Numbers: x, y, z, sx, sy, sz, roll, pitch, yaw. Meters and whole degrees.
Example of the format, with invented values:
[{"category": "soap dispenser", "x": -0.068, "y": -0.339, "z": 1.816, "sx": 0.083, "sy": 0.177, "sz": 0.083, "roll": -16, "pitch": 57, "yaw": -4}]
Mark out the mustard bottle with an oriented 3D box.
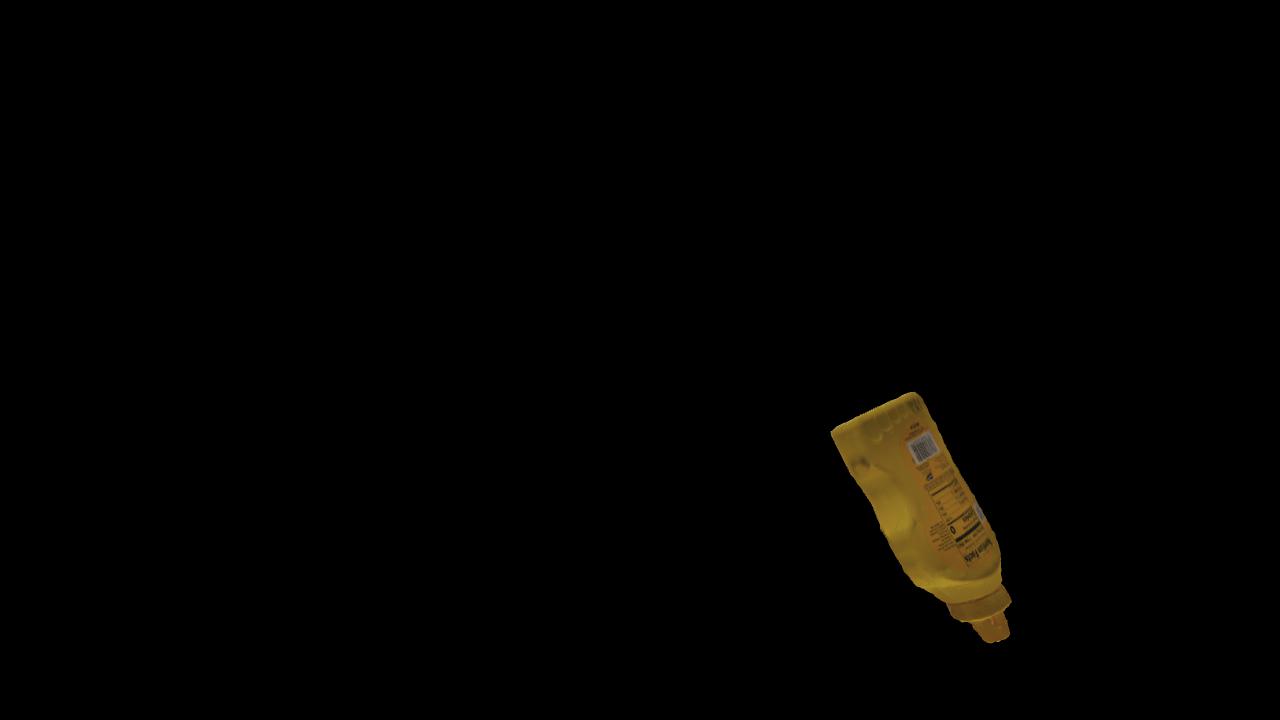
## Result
[{"category": "mustard bottle", "x": 0.220, "y": 0.119, "z": 0.460, "sx": 0.092, "sy": 0.184, "sz": 0.054, "roll": -14, "pitch": -17, "yaw": -40}]
